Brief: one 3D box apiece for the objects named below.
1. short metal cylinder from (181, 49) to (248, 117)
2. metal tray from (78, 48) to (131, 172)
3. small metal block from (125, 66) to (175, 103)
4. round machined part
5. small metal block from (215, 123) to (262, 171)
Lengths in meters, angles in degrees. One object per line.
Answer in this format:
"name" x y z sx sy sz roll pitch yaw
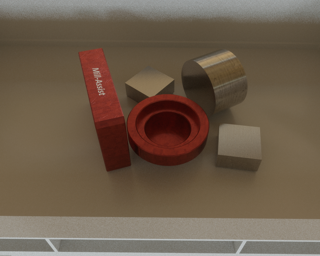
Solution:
"short metal cylinder" 0.072 -0.061 0.419 0.050 0.080 0.080 -23 54 -18
"metal tray" -0.068 -0.024 0.380 0.030 0.089 0.130 -13 51 -11
"small metal block" -0.014 -0.059 0.452 0.050 0.025 0.050 32 57 25
"round machined part" 0.009 0.007 0.385 0.099 0.042 0.098 0 50 0
"small metal block" 0.097 0.023 0.385 0.050 0.025 0.050 6 50 7
